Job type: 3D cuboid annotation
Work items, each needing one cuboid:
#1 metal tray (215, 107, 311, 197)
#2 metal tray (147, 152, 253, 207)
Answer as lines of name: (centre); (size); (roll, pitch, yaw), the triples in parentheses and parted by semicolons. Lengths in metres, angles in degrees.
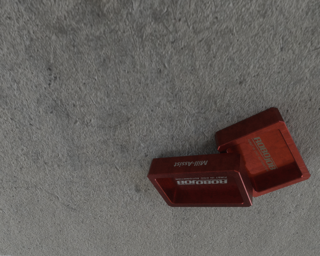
metal tray: (0.147, 0.040, 0.438); (0.090, 0.030, 0.130); (-26, 126, 20)
metal tray: (0.059, 0.078, 0.446); (0.130, 0.030, 0.090); (-7, 135, 25)
